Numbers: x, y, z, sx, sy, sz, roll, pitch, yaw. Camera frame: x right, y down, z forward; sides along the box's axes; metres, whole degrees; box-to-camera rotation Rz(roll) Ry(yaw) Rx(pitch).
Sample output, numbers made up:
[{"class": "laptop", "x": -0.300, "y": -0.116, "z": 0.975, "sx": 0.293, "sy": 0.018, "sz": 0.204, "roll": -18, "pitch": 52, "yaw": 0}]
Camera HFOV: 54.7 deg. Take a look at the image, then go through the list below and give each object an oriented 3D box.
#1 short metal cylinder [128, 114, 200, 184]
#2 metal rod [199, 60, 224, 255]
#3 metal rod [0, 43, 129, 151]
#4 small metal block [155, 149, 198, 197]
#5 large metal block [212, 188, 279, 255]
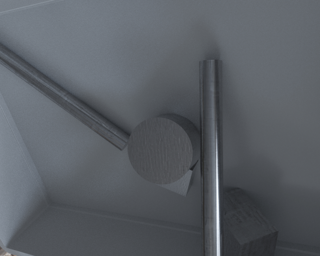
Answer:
[{"class": "short metal cylinder", "x": 0.007, "y": 0.024, "z": 0.385, "sx": 0.080, "sy": 0.050, "sz": 0.079, "roll": 3, "pitch": 98, "yaw": 19}, {"class": "metal rod", "x": 0.058, "y": 0.076, "z": 0.347, "sx": 0.025, "sy": 0.025, "sz": 0.298, "roll": 1, "pitch": 95, "yaw": 27}, {"class": "metal rod", "x": -0.171, "y": -0.063, "z": 0.456, "sx": 0.301, "sy": 0.025, "sz": 0.025, "roll": 35, "pitch": 129, "yaw": 4}, {"class": "small metal block", "x": 0.022, "y": 0.062, "z": 0.434, "sx": 0.050, "sy": 0.025, "sz": 0.050, "roll": 20, "pitch": 126, "yaw": 16}, {"class": "large metal block", "x": 0.100, "y": 0.138, "z": 0.398, "sx": 0.050, "sy": 0.080, "sz": 0.079, "roll": -13, "pitch": 121, "yaw": -16}]
